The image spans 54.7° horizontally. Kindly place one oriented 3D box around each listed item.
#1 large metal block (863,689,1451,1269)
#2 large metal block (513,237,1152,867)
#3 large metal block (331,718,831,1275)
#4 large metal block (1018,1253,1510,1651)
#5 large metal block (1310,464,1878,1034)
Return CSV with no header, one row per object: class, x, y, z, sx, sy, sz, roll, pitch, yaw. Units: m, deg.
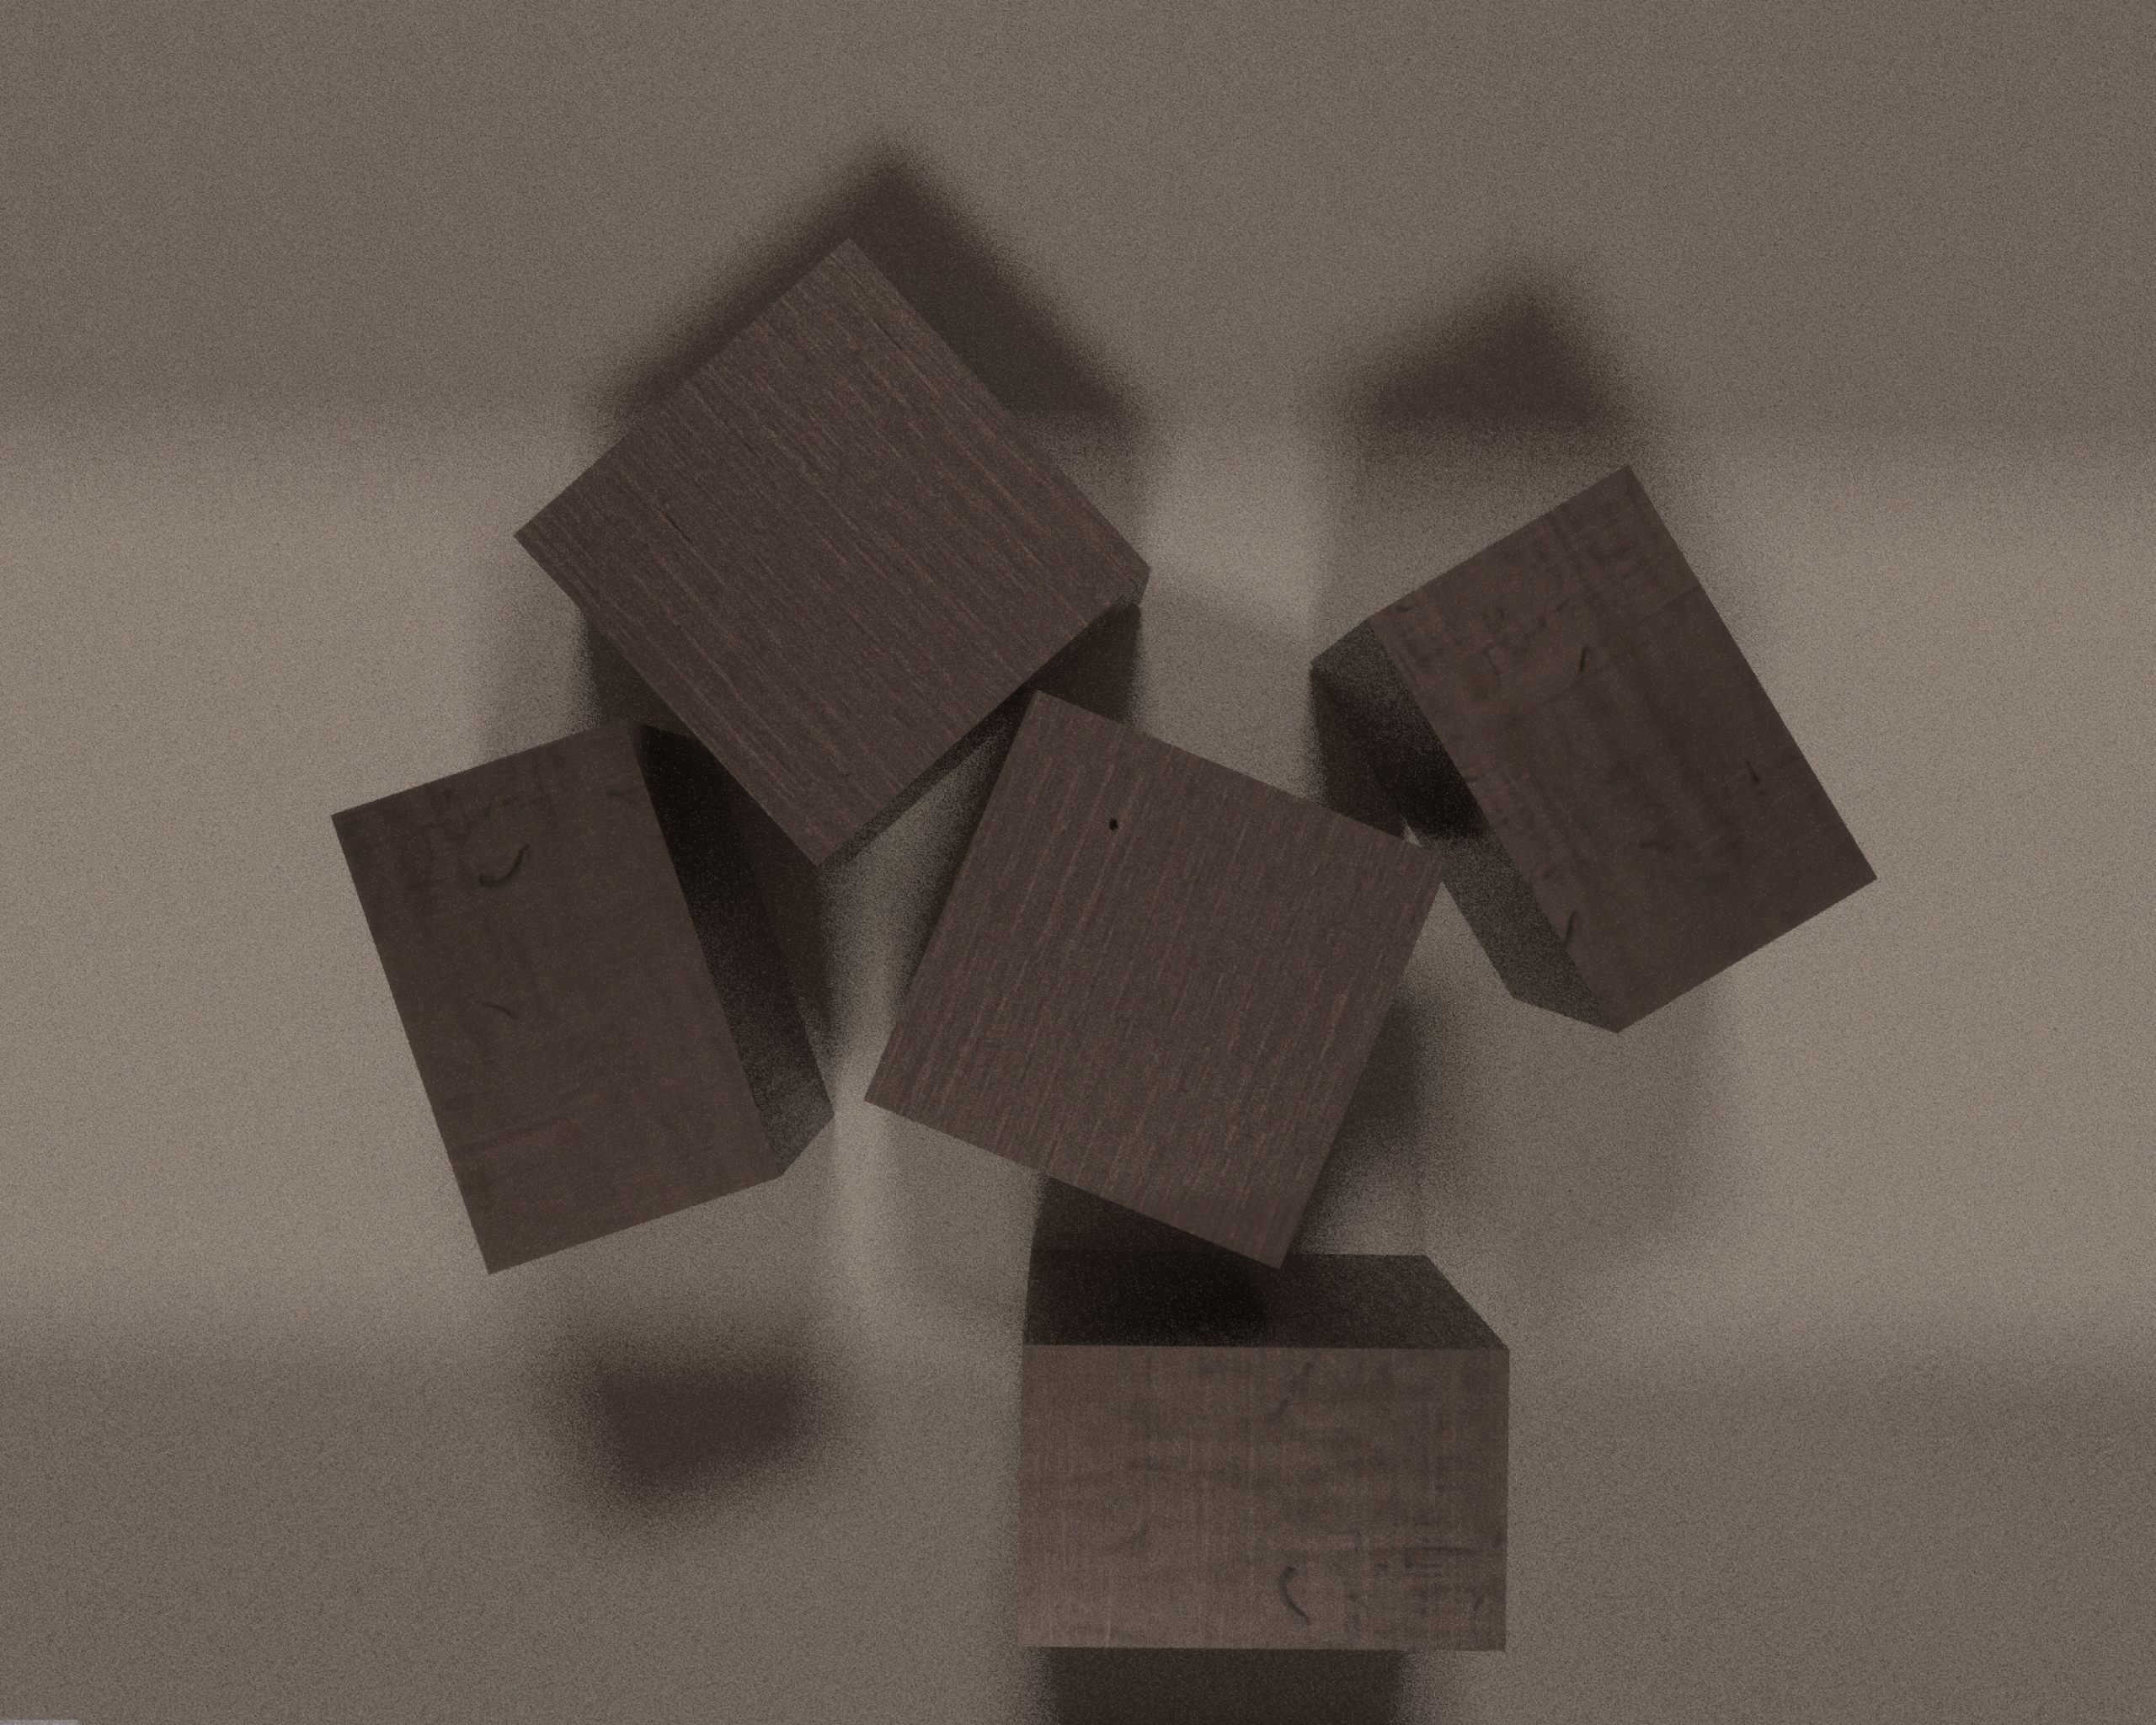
large metal block,0.014,0.021,0.398,0.080,0.050,0.080,22,90,-1
large metal block,-0.044,-0.055,0.397,0.080,0.050,0.080,-42,91,0
large metal block,-0.086,0.022,0.382,0.050,0.080,0.080,-19,90,0
large metal block,0.031,0.104,0.384,0.081,0.080,0.050,1,90,-1
large metal block,0.090,-0.019,0.383,0.050,0.080,0.080,-31,90,0
